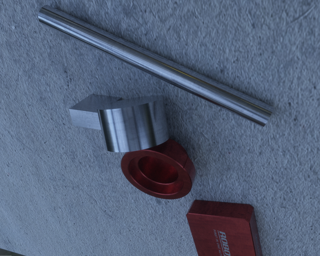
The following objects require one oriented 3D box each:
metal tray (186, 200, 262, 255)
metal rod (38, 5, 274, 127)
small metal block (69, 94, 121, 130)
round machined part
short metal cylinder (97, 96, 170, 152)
[{"bbox_3d":[0.098,0.169,0.456,0.090,0.030,0.129,-3,117,29],"label":"metal tray"},{"bbox_3d":[-0.014,-0.078,0.365,0.301,0.025,0.025,27,128,11],"label":"metal rod"},{"bbox_3d":[-0.085,-0.023,0.421,0.050,0.050,0.025,8,122,24],"label":"small metal block"},{"bbox_3d":[0.001,0.049,0.417,0.098,0.042,0.097,13,136,14],"label":"round machined part"},{"bbox_3d":[-0.032,-0.007,0.378,0.080,0.080,0.050,-2,104,29],"label":"short metal cylinder"}]
